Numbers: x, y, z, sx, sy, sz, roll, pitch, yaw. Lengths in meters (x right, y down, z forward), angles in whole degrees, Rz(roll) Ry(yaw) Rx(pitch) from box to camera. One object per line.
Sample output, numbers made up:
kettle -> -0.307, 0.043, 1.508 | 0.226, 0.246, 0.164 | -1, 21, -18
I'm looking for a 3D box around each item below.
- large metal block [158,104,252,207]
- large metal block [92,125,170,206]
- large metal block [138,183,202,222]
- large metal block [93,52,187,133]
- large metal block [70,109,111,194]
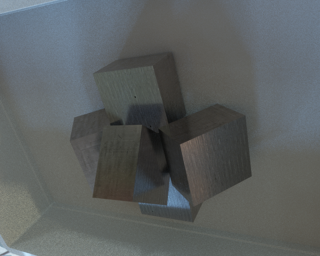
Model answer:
large metal block -> 0.052, 0.028, 0.352 | 0.050, 0.081, 0.080 | 36, 144, 58
large metal block -> -0.027, 0.046, 0.363 | 0.050, 0.080, 0.080 | -1, 74, 27
large metal block -> 0.011, 0.079, 0.434 | 0.080, 0.050, 0.080 | 1, 119, 28
large metal block -> -0.022, -0.041, 0.374 | 0.080, 0.050, 0.080 | -1, 118, 29
large metal block -> -0.080, 0.028, 0.421 | 0.050, 0.080, 0.080 | -18, 115, -4
